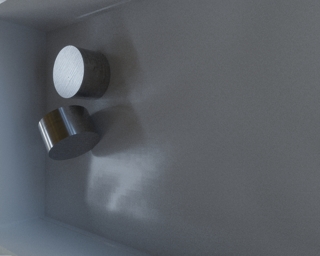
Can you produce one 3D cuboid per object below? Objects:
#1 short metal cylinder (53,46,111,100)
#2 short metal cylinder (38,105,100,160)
[{"bbox_3d":[-0.124,-0.085,0.490,0.080,0.050,0.079,0,90,39],"label":"short metal cylinder"},{"bbox_3d":[-0.142,0.008,0.485,0.080,0.081,0.050,-43,65,31],"label":"short metal cylinder"}]
